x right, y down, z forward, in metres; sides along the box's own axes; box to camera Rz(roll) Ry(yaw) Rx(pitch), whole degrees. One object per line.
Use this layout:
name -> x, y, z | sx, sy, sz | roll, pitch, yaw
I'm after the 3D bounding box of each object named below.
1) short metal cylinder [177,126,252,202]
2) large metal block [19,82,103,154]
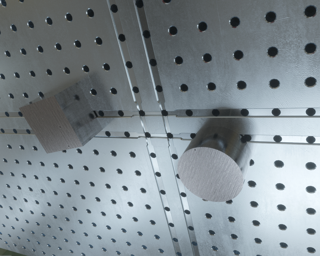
short metal cylinder -> 0.068, 0.044, 0.386 | 0.080, 0.050, 0.079 | 13, 124, 20
large metal block -> -0.146, -0.013, 0.462 | 0.080, 0.050, 0.080 | -12, 113, 33
